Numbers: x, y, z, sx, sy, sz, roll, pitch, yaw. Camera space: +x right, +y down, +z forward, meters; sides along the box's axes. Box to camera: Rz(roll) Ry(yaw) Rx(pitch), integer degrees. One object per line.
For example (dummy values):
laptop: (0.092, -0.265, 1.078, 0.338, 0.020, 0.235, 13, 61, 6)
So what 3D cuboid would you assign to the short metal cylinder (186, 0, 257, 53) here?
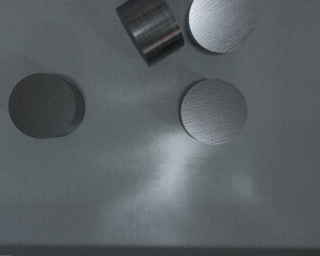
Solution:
short metal cylinder: (0.074, -0.136, 0.390, 0.081, 0.050, 0.079, 0, 105, -1)

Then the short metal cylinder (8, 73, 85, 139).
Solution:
short metal cylinder: (-0.142, -0.027, 0.398, 0.081, 0.050, 0.080, 0, 90, 0)

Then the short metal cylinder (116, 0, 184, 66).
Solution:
short metal cylinder: (-0.012, -0.124, 0.384, 0.050, 0.080, 0.080, -31, 90, 0)

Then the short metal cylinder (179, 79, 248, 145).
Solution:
short metal cylinder: (0.066, -0.020, 0.399, 0.081, 0.050, 0.080, 0, 90, 0)
